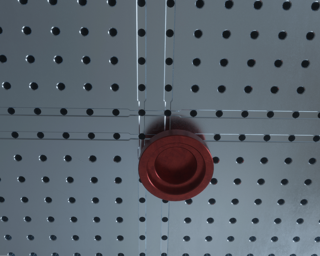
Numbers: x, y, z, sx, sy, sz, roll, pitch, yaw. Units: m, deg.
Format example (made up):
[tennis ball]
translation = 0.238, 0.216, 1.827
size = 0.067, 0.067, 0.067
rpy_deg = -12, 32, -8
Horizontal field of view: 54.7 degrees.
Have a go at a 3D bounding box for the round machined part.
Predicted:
[round machined part]
translation = 0.021, 0.047, 0.422
size = 0.099, 0.042, 0.097
rpy_deg = 0, 110, -1
